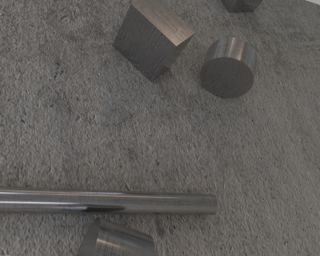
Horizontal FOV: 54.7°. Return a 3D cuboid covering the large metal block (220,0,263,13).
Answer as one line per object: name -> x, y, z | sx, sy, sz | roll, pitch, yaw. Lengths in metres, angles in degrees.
large metal block -> 0.167, -0.294, 0.657 | 0.081, 0.050, 0.080 | -15, 70, -34

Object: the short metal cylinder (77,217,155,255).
short metal cylinder -> -0.045, 0.125, 0.268 | 0.050, 0.080, 0.080 | 24, 53, -13

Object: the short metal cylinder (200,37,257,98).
short metal cylinder -> 0.107, -0.093, 0.482 | 0.080, 0.080, 0.050 | 29, 52, -10

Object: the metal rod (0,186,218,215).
metal rod -> -0.073, 0.076, 0.318 | 0.302, 0.025, 0.025 | 8, 59, -24

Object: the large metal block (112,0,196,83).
large metal block -> -0.011, -0.126, 0.439 | 0.080, 0.080, 0.050 | 44, 51, 2
